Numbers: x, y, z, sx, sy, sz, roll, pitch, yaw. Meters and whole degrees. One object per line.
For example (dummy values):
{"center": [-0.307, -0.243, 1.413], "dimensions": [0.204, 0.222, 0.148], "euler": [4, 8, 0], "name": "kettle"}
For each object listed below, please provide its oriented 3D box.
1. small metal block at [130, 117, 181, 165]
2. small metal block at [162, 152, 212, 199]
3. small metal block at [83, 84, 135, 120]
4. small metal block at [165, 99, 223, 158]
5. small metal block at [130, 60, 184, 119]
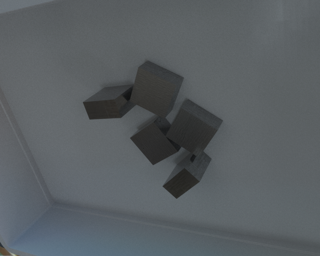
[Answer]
{"center": [-0.004, 0.016, 0.421], "dimensions": [0.050, 0.025, 0.050], "euler": [-33, 100, 38], "name": "small metal block"}
{"center": [0.036, 0.059, 0.410], "dimensions": [0.025, 0.050, 0.050], "euler": [42, 129, -1], "name": "small metal block"}
{"center": [-0.062, -0.034, 0.404], "dimensions": [0.050, 0.050, 0.025], "euler": [-2, 118, 29], "name": "small metal block"}
{"center": [0.042, 0.001, 0.387], "dimensions": [0.050, 0.025, 0.050], "euler": [33, 129, 6], "name": "small metal block"}
{"center": [-0.005, -0.047, 0.382], "dimensions": [0.050, 0.025, 0.050], "euler": [28, 128, 10], "name": "small metal block"}
